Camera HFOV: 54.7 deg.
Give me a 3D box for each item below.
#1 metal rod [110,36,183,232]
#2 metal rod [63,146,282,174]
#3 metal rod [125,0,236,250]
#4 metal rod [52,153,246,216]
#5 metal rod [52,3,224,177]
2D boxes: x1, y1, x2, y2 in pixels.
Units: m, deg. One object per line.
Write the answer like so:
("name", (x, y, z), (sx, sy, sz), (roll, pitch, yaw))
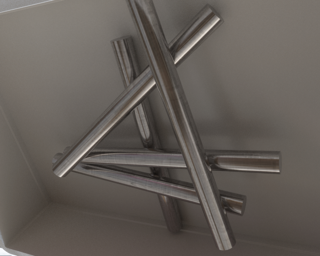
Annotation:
("metal rod", (-0.011, 0.025, 0.428), (0.025, 0.025, 0.298), (-1, 118, 28))
("metal rod", (-0.005, 0.039, 0.400), (0.300, 0.025, 0.025), (-1, 118, 27))
("metal rod", (0.028, 0.003, 0.335), (0.025, 0.025, 0.298), (-12, 107, 33))
("metal rod", (-0.033, 0.073, 0.437), (0.301, 0.025, 0.025), (9, 122, 27))
("metal rod", (-0.044, -0.027, 0.377), (0.025, 0.025, 0.299), (46, 118, -5))
